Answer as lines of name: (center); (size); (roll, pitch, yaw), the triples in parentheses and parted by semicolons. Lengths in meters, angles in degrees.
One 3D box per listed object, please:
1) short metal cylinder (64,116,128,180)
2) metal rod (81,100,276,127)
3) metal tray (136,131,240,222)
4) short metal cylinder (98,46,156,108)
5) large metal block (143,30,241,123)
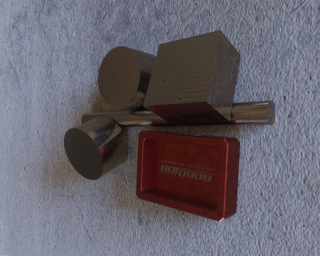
short metal cylinder: (-0.093, 0.028, 0.451); (0.080, 0.050, 0.079); (18, 121, 32)
metal rod: (-0.002, -0.014, 0.410); (0.300, 0.025, 0.025); (-1, 90, 40)
metal tray: (0.029, 0.052, 0.378); (0.130, 0.030, 0.089); (5, 93, 39)
short metal cylinder: (-0.039, -0.066, 0.422); (0.080, 0.050, 0.080); (0, 89, 40)
large metal block: (0.036, -0.053, 0.344); (0.080, 0.050, 0.080); (-1, 68, 40)
